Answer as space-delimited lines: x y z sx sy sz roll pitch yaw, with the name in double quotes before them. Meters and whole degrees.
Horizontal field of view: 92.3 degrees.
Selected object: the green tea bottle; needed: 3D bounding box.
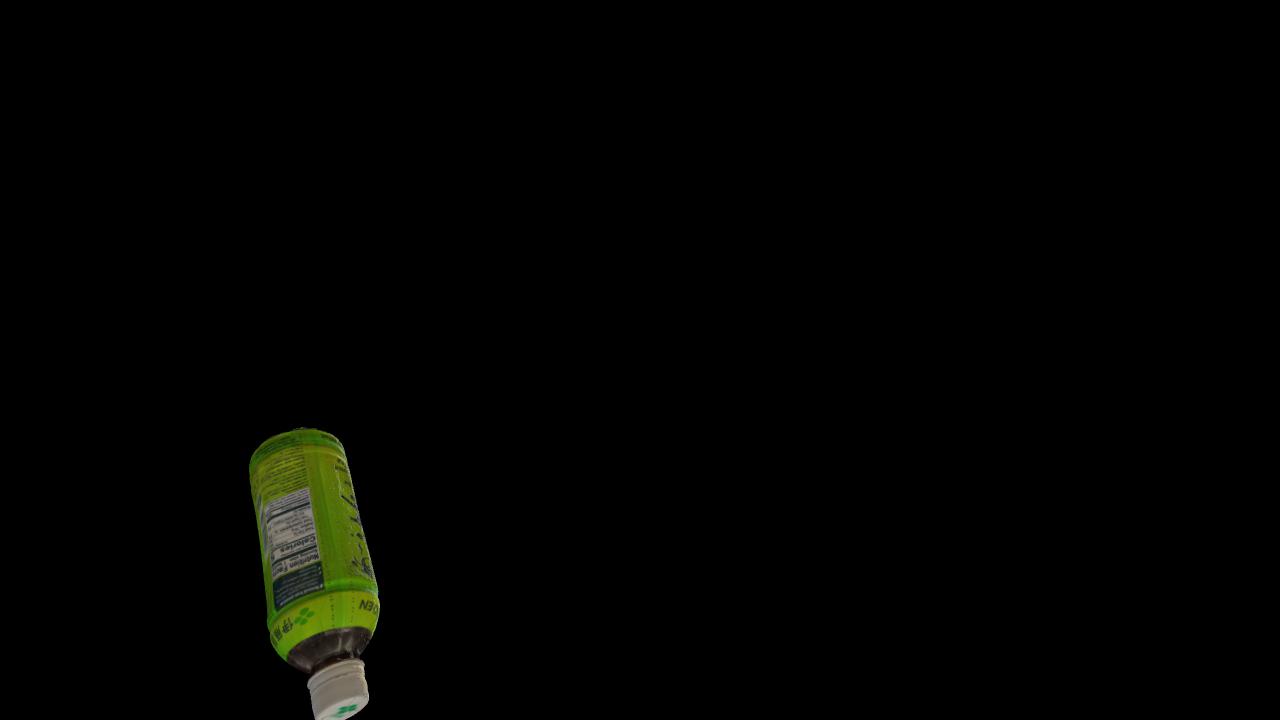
"green tea bottle" -0.230 0.145 0.436 0.073 0.073 0.212 0 41 -35
